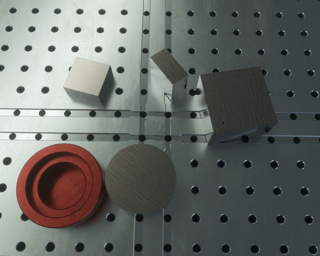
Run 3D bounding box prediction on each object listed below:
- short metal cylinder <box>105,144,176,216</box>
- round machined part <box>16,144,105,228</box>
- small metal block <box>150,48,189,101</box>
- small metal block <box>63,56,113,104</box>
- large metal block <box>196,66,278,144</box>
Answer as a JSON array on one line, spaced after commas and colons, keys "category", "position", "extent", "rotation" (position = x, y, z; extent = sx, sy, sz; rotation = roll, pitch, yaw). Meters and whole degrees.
[{"category": "short metal cylinder", "position": [-0.022, 0.064, 0.375], "extent": [0.081, 0.050, 0.080], "rotation": [0, 70, 0]}, {"category": "round machined part", "position": [-0.115, 0.071, 0.375], "extent": [0.099, 0.042, 0.098], "rotation": [0, 70, -1]}, {"category": "small metal block", "position": [0.012, -0.072, 0.425], "extent": [0.025, 0.050, 0.050], "rotation": [-34, 74, -12]}, {"category": "small metal block", "position": [-0.100, -0.067, 0.435], "extent": [0.050, 0.025, 0.050], "rotation": [15, 71, 5]}, {"category": "large metal block", "position": [0.097, -0.029, 0.410], "extent": [0.081, 0.050, 0.080], "rotation": [-9, 70, -4]}]
